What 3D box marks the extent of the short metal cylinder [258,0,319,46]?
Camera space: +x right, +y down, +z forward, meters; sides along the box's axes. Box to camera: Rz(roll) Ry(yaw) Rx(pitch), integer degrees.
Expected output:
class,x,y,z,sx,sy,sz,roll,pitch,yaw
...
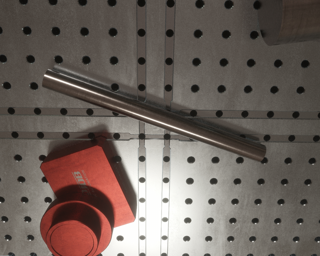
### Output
class,x,y,z,sx,sy,sz,roll,pitch,yaw
short metal cylinder,0.144,-0.133,0.337,0.050,0.080,0.079,-7,110,2

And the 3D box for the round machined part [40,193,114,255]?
class,x,y,z,sx,sy,sz,roll,pitch,yaw
round machined part,-0.115,0.142,0.423,0.099,0.042,0.097,0,110,0

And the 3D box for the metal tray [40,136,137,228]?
class,x,y,z,sx,sy,sz,roll,pitch,yaw
metal tray,-0.098,0.086,0.441,0.090,0.030,0.129,-19,109,6

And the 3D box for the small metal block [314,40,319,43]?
class,x,y,z,sx,sy,sz,roll,pitch,yaw
small metal block,0.191,-0.127,0.356,0.025,0.050,0.050,-17,110,6

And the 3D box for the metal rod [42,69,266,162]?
class,x,y,z,sx,sy,sz,roll,pitch,yaw
metal rod,-0.001,-0.014,0.408,0.302,0.025,0.025,19,109,-8
